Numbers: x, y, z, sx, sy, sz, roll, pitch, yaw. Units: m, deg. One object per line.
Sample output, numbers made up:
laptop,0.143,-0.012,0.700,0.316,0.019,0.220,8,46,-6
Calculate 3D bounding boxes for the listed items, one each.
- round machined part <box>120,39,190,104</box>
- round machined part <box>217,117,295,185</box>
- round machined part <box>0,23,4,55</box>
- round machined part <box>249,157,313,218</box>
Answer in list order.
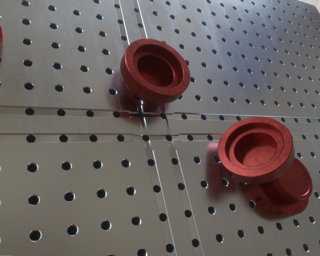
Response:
round machined part,-0.010,-0.076,0.440,0.099,0.042,0.098,14,56,-21
round machined part,0.133,0.035,0.427,0.042,0.098,0.098,56,37,-43
round machined part,-0.228,-0.111,0.342,0.099,0.042,0.098,14,56,-21
round machined part,0.180,0.077,0.450,0.099,0.042,0.098,14,56,-21
